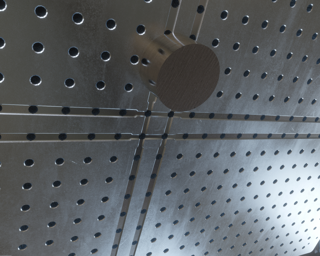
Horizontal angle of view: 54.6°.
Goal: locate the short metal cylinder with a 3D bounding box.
[{"bbox_3d":[0.022,-0.066,0.366,0.081,0.050,0.080,-14,124,-21],"label":"short metal cylinder"}]
